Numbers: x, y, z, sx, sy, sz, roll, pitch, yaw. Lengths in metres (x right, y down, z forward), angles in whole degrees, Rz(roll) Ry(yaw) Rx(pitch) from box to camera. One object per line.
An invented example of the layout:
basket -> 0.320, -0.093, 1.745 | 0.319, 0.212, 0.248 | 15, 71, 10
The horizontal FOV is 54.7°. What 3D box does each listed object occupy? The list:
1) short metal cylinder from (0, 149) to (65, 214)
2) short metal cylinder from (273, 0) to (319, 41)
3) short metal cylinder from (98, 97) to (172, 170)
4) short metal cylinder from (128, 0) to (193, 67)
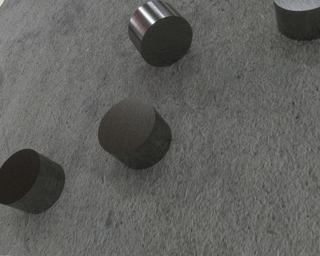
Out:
short metal cylinder -> -0.184, 0.076, 0.438 | 0.080, 0.050, 0.080 | -13, 56, 21
short metal cylinder -> 0.186, -0.157, 0.386 | 0.080, 0.050, 0.080 | -13, 56, 21
short metal cylinder -> -0.032, 0.007, 0.400 | 0.080, 0.050, 0.080 | -13, 56, 21
short metal cylinder -> 0.000, -0.137, 0.452 | 0.080, 0.080, 0.050 | -35, 51, 5
